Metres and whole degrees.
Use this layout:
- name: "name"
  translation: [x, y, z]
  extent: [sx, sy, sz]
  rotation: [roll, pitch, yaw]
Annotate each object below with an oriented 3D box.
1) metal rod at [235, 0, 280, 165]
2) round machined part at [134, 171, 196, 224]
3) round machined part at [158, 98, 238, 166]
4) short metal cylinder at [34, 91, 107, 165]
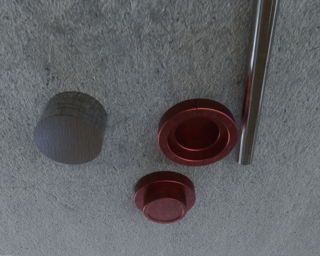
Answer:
- name: "metal rod"
  translation: [0.110, -0.068, 0.350]
  extent: [0.025, 0.025, 0.298]
  rotation: [-4, 130, 2]
- name: "round machined part"
  translation: [0.008, 0.117, 0.496]
  extent: [0.099, 0.042, 0.097]
  rotation: [-1, 130, 0]
- name: "round machined part"
  translation: [0.047, 0.001, 0.398]
  extent: [0.099, 0.042, 0.097]
  rotation: [-1, 130, 0]
- name: "short metal cylinder"
  translation: [-0.110, 0.001, 0.390]
  extent: [0.081, 0.050, 0.079]
  rotation: [0, 130, 0]
